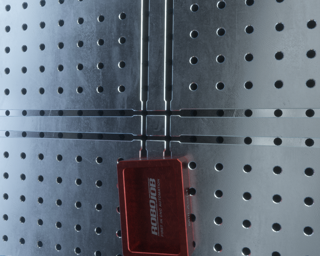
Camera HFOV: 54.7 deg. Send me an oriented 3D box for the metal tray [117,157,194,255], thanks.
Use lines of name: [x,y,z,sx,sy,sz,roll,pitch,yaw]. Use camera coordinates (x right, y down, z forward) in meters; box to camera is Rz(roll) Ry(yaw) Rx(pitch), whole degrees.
metal tray: [-0.007,0.105,0.411,0.090,0.030,0.129,-5,89,19]
